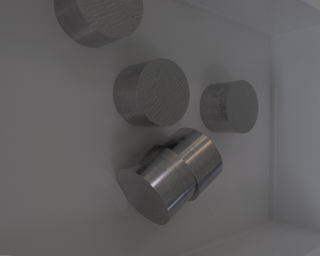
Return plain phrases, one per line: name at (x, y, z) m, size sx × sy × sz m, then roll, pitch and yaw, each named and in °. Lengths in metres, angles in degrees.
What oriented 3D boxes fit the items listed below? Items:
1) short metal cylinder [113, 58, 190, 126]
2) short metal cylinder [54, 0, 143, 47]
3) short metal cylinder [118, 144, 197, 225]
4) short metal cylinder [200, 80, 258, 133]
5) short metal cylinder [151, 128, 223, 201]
short metal cylinder at (-0.010, -0.042, 0.382) m, size 0.081 × 0.050 × 0.080 m, roll 0°, pitch 90°, yaw -40°
short metal cylinder at (-0.065, -0.132, 0.335) m, size 0.081 × 0.050 × 0.080 m, roll 0°, pitch 90°, yaw -40°
short metal cylinder at (-0.004, 0.066, 0.367) m, size 0.050 × 0.080 × 0.080 m, roll -38°, pitch 114°, yaw -33°
short metal cylinder at (0.108, -0.032, 0.480) m, size 0.081 × 0.050 × 0.080 m, roll 0°, pitch 90°, yaw -40°
short metal cylinder at (0.032, 0.046, 0.398) m, size 0.050 × 0.080 × 0.080 m, roll -37°, pitch 113°, yaw -34°
